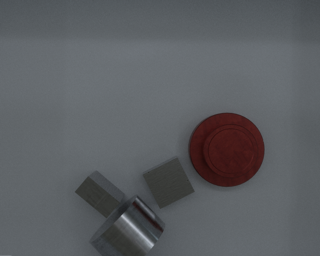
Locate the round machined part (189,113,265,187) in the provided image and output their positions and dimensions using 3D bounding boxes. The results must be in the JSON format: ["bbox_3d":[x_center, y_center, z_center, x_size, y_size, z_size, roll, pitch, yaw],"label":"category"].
[{"bbox_3d":[0.088,0.029,0.404,0.099,0.042,0.097,0,90,-1],"label":"round machined part"}]

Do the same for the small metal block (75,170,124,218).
[{"bbox_3d":[-0.076,0.083,0.398,0.050,0.050,0.025,40,90,-1],"label":"small metal block"}]

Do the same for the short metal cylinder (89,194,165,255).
[{"bbox_3d":[-0.040,0.129,0.384,0.080,0.080,0.050,-43,90,0],"label":"short metal cylinder"}]

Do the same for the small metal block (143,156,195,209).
[{"bbox_3d":[0.011,0.071,0.412,0.050,0.025,0.050,-27,90,-1],"label":"small metal block"}]
